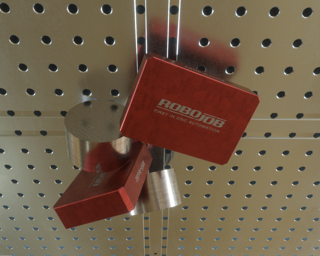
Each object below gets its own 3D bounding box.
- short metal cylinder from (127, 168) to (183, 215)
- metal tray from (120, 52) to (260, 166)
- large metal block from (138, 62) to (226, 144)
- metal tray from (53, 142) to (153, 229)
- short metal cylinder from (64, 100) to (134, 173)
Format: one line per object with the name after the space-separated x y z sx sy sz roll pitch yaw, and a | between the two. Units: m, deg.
-0.012 0.091 0.446 0.080 0.050 0.080 -12 170 -2 | short metal cylinder
0.031 -0.018 0.342 0.131 0.030 0.089 18 110 -14 | metal tray
0.022 -0.024 0.375 0.081 0.050 0.079 16 128 -14 | large metal block
-0.066 0.067 0.397 0.090 0.130 0.030 -18 107 15 | metal tray
-0.074 0.009 0.382 0.081 0.080 0.050 5 130 -5 | short metal cylinder
